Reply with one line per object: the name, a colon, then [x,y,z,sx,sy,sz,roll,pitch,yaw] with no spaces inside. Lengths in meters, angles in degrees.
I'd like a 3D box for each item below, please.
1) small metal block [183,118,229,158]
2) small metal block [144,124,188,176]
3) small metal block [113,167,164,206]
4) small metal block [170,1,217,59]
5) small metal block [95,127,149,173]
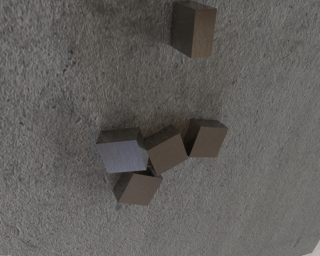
small metal block: [0.065,0.015,0.452,0.050,0.025,0.050,4,117,-30]
small metal block: [0.006,0.031,0.429,0.050,0.025,0.050,-29,128,-10]
small metal block: [-0.031,0.081,0.440,0.050,0.025,0.050,17,110,-35]
small metal block: [0.035,-0.110,0.342,0.025,0.050,0.050,-12,124,-22]
small metal block: [-0.045,0.028,0.385,0.050,0.025,0.050,-6,127,11]
